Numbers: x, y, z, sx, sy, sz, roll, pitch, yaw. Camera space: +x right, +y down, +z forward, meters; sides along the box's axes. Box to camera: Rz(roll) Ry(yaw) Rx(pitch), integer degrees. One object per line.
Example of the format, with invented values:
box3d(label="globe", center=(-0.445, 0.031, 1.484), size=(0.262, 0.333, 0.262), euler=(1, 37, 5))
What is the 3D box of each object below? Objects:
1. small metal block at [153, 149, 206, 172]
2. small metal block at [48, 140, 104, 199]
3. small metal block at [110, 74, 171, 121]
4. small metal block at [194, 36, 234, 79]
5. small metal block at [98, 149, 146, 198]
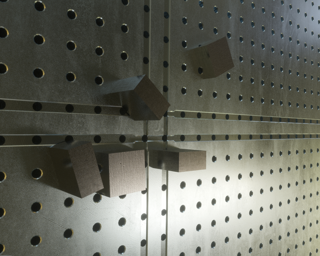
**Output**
box3d(label="small metal block", center=(0.027, 0.043, 0.417), size=(0.050, 0.050, 0.025), euler=(1, 90, -40))
box3d(label="small metal block", center=(-0.088, 0.041, 0.321), size=(0.025, 0.050, 0.050), euler=(-21, 104, -38))
box3d(label="small metal block", center=(-0.024, -0.035, 0.374), size=(0.050, 0.050, 0.025), euler=(49, 61, -29))
box3d(label="small metal block", center=(0.085, -0.110, 0.483), size=(0.050, 0.025, 0.050), euler=(-33, 111, -35))
box3d(label="small metal block", center=(-0.046, 0.052, 0.373), size=(0.050, 0.025, 0.050), euler=(-3, 92, -40))
